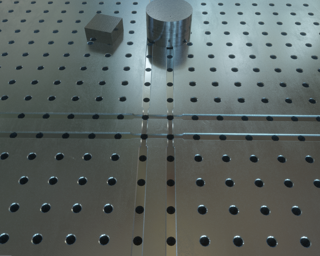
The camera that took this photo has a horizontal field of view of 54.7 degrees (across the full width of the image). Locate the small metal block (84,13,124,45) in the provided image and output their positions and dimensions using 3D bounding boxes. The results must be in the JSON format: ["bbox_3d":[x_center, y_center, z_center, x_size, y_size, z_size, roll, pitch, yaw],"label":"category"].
[{"bbox_3d":[-0.099,-0.178,0.557,0.050,0.025,0.050,14,51,11],"label":"small metal block"}]

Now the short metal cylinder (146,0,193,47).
[{"bbox_3d":[0.016,-0.188,0.549,0.081,0.050,0.080,0,50,0],"label":"short metal cylinder"}]
